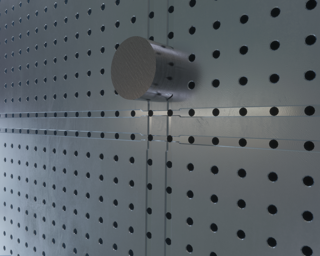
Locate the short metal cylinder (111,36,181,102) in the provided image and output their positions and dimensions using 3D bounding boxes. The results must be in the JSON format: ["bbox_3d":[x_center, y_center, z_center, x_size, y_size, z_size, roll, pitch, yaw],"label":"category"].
[{"bbox_3d":[-0.019,-0.076,0.410,0.080,0.050,0.080,0,90,40],"label":"short metal cylinder"}]
